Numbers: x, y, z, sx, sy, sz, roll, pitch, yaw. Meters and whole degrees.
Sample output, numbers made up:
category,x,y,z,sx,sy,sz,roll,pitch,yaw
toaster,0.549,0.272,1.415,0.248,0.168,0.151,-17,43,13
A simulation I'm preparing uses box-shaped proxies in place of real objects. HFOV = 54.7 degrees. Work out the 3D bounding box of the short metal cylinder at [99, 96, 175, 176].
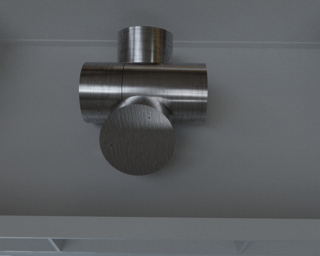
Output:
category,x,y,z,sx,sy,sz,roll,pitch,yaw
short metal cylinder,-0.024,0.007,0.352,0.080,0.079,0.050,0,16,0

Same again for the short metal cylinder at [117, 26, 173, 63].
category,x,y,z,sx,sy,sz,roll,pitch,yaw
short metal cylinder,-0.021,-0.109,0.449,0.080,0.080,0.050,1,88,1

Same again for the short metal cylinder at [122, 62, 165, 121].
category,x,y,z,sx,sy,sz,roll,pitch,yaw
short metal cylinder,-0.019,-0.045,0.405,0.050,0.080,0.080,1,50,1

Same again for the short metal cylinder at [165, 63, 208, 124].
category,x,y,z,sx,sy,sz,roll,pitch,yaw
short metal cylinder,0.032,-0.045,0.405,0.050,0.080,0.080,1,50,1

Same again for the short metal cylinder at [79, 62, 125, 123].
category,x,y,z,sx,sy,sz,roll,pitch,yaw
short metal cylinder,-0.070,-0.046,0.405,0.050,0.080,0.080,1,50,1
